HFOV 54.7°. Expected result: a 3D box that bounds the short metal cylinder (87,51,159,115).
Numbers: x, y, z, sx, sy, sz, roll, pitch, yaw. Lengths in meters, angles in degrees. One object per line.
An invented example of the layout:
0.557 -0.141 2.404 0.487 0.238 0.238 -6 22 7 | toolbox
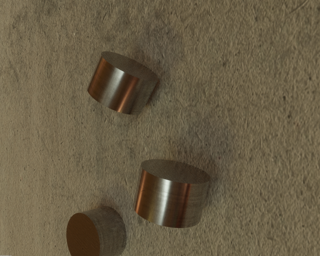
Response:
-0.049 -0.060 0.410 0.080 0.081 0.050 42 116 32 | short metal cylinder

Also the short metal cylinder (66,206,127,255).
-0.097 0.163 0.469 0.080 0.050 0.080 0 90 40 | short metal cylinder

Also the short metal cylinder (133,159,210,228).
0.013 0.073 0.359 0.080 0.081 0.050 18 102 38 | short metal cylinder
